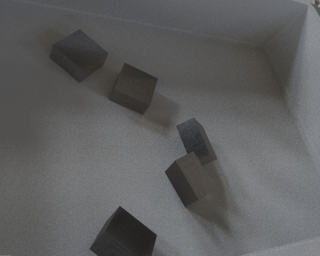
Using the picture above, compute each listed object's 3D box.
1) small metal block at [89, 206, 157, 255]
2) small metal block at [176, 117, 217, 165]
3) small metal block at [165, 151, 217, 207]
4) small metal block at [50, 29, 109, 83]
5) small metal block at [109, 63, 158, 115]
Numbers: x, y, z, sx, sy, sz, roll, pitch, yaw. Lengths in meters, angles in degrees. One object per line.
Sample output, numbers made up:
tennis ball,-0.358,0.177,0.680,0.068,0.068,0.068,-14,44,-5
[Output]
small metal block,-0.034,0.111,0.303,0.050,0.025,0.050,39,14,-2
small metal block,0.048,0.020,0.402,0.050,0.025,0.050,33,34,-65
small metal block,0.034,0.062,0.367,0.025,0.050,0.050,-25,75,-22
small metal block,-0.105,-0.095,0.407,0.050,0.025,0.050,40,51,-1
small metal block,-0.035,-0.053,0.419,0.050,0.025,0.050,24,53,-14
